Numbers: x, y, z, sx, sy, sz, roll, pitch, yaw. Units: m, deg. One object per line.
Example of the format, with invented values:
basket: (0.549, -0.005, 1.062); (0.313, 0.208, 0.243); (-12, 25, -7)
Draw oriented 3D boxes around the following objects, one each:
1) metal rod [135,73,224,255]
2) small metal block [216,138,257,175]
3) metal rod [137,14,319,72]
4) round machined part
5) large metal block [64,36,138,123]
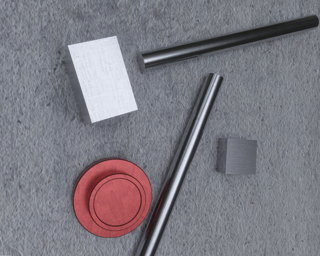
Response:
metal rod: (0.023, 0.065, 0.418); (0.025, 0.025, 0.299); (25, 82, -19)
small metal block: (0.112, 0.041, 0.452); (0.050, 0.025, 0.050); (4, 89, -20)
metal rod: (0.111, -0.128, 0.451); (0.302, 0.025, 0.025); (-18, 96, -20)
round machined part: (-0.056, 0.087, 0.380); (0.099, 0.042, 0.097); (0, 90, -21)
large metal block: (-0.071, -0.051, 0.354); (0.050, 0.080, 0.080); (-18, 97, -19)
